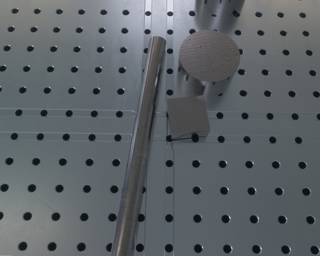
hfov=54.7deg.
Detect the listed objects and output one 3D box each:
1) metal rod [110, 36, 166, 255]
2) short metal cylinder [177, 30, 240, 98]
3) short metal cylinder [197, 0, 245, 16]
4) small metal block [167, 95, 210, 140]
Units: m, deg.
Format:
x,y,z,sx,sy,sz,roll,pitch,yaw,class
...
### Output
x,y,z,sx,sy,sz,roll,pitch,yaw,class
-0.024,0.011,0.407,0.025,0.025,0.299,8,70,3,metal rod
0.065,-0.088,0.431,0.081,0.050,0.080,0,70,0,short metal cylinder
0.098,-0.223,0.481,0.081,0.050,0.080,0,70,0,short metal cylinder
0.037,-0.014,0.417,0.050,0.025,0.050,-6,70,-3,small metal block
